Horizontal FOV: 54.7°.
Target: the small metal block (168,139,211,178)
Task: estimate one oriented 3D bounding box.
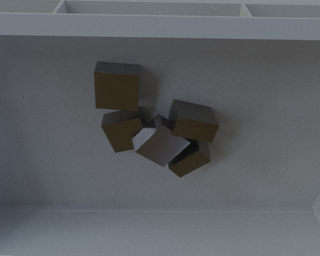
[{"bbox_3d":[0.038,0.032,0.420,0.050,0.050,0.025,-33,123,24],"label":"small metal block"}]

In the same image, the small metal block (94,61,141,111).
[{"bbox_3d":[-0.050,-0.049,0.367,0.050,0.025,0.050,4,130,-4],"label":"small metal block"}]

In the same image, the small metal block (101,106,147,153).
[{"bbox_3d":[-0.043,0.003,0.411,0.050,0.025,0.050,-12,130,9],"label":"small metal block"}]

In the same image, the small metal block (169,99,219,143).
[{"bbox_3d":[0.040,-0.009,0.383,0.050,0.050,0.025,11,117,-10],"label":"small metal block"}]

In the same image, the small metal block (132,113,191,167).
[{"bbox_3d":[0.001,0.017,0.396,0.050,0.025,0.050,33,112,-34],"label":"small metal block"}]
